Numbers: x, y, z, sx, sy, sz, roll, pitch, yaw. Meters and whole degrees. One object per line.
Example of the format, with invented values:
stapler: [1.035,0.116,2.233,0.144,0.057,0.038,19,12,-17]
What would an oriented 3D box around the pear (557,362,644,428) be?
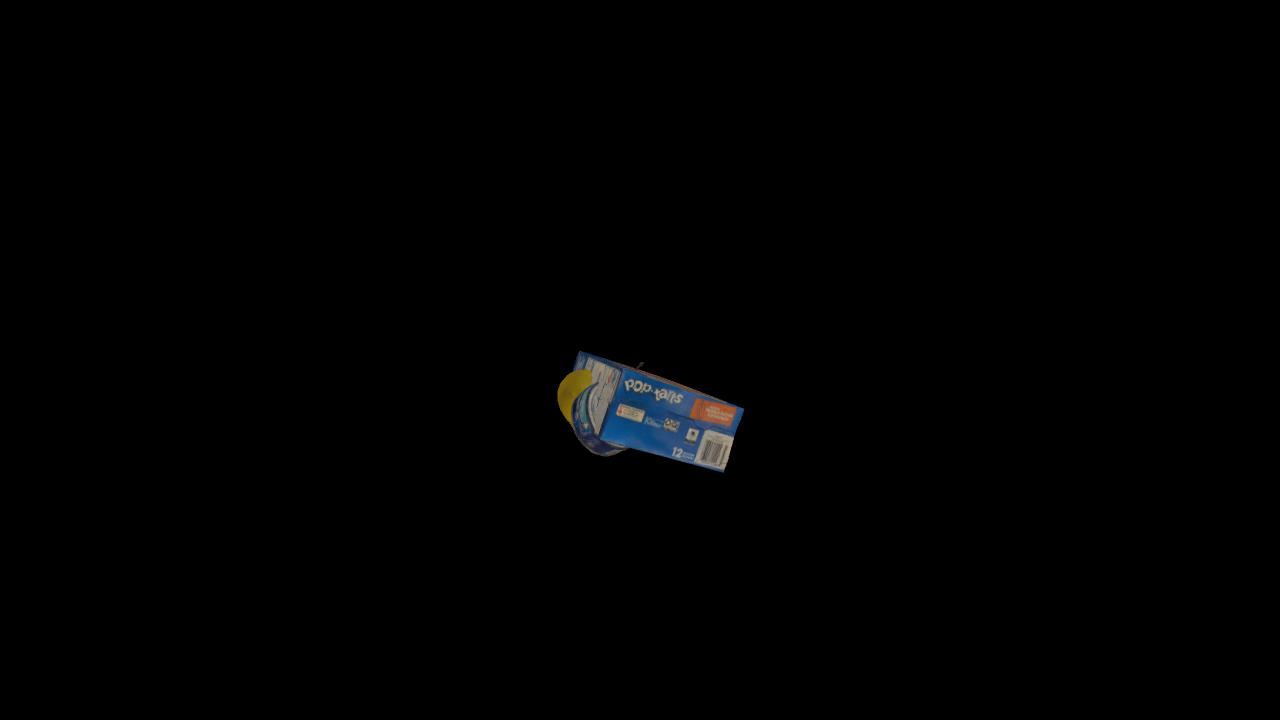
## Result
pear: [-0.040,0.037,0.727,0.111,0.080,0.080,-27,-1,2]

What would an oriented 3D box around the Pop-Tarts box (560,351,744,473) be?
Pop-Tarts box: [0.011,0.059,0.736,0.167,0.083,0.141,20,-1,-26]

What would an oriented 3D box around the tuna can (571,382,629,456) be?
tuna can: [-0.034,0.064,0.693,0.084,0.084,0.034,0,-20,-41]
